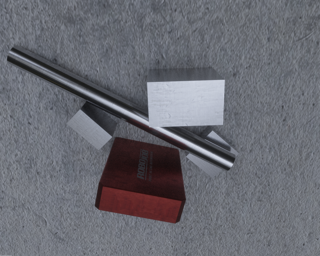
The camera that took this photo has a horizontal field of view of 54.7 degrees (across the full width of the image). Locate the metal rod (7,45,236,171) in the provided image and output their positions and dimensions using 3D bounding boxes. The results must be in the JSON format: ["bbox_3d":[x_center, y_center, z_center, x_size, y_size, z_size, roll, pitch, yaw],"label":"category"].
[{"bbox_3d":[-0.044,-0.022,0.388,0.301,0.025,0.025,27,108,-5],"label":"metal rod"}]

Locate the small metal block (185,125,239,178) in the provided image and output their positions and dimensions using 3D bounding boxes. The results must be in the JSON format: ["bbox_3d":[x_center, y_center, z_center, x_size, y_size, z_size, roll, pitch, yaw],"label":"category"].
[{"bbox_3d":[0.070,0.032,0.424,0.050,0.025,0.050,40,105,-14],"label":"small metal block"}]

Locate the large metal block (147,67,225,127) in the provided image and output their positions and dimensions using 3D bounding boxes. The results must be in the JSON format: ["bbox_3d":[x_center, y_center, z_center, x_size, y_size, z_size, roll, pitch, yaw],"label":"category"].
[{"bbox_3d":[0.027,-0.039,0.366,0.081,0.080,0.050,-2,110,0],"label":"large metal block"}]

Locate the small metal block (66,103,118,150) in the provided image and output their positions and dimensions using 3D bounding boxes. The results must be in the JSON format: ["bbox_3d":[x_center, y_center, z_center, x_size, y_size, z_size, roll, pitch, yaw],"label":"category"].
[{"bbox_3d":[-0.084,-0.006,0.394,0.050,0.050,0.025,43,104,-14],"label":"small metal block"}]

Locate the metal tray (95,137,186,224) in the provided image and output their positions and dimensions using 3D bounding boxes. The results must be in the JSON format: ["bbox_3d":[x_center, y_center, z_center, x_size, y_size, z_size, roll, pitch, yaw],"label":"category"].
[{"bbox_3d":[-0.020,0.056,0.376,0.091,0.130,0.030,12,110,-5],"label":"metal tray"}]
